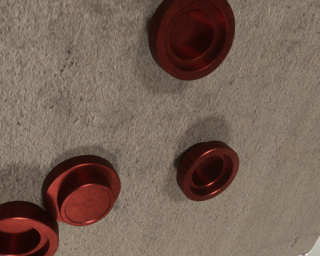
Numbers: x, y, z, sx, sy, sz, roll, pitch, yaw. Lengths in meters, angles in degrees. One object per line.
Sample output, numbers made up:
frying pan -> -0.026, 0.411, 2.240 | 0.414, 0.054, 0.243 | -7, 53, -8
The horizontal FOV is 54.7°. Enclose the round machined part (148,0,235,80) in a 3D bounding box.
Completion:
round machined part -> 0.032, -0.107, 0.349 | 0.099, 0.042, 0.097 | -14, 125, -21

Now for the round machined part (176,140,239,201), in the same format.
round machined part -> 0.068, 0.060, 0.472 | 0.099, 0.042, 0.097 | -14, 125, -21

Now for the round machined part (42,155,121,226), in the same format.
round machined part -> -0.097, 0.086, 0.398 | 0.099, 0.042, 0.097 | -14, 125, -21

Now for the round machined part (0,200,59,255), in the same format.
round machined part -> -0.174, 0.126, 0.373 | 0.099, 0.042, 0.097 | -9, 125, -13
